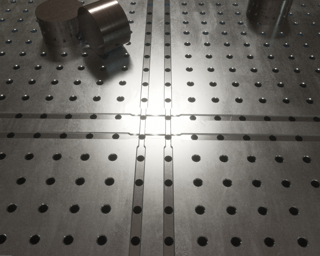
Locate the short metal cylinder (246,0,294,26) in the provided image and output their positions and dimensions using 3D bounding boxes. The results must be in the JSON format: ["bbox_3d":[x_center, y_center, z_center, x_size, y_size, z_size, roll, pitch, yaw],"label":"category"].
[{"bbox_3d":[0.212,-0.241,0.597,0.081,0.050,0.080,0,50,0],"label":"short metal cylinder"}]

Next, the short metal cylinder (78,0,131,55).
[{"bbox_3d":[-0.092,-0.168,0.512,0.050,0.080,0.080,-32,57,-24],"label":"short metal cylinder"}]

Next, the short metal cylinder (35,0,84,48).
[{"bbox_3d":[-0.171,-0.186,0.546,0.081,0.050,0.080,0,50,0],"label":"short metal cylinder"}]
